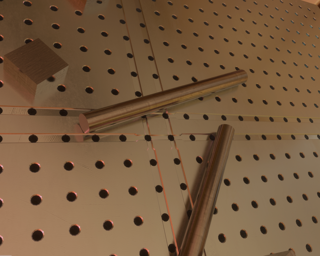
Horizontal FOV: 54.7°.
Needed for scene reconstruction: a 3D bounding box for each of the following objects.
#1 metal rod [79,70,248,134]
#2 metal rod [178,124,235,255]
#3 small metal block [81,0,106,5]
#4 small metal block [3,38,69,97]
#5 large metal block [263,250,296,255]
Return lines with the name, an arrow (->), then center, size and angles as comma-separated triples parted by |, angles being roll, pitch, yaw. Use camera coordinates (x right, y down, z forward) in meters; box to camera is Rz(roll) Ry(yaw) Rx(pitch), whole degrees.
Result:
metal rod -> 0.027, -0.047, 0.450 | 0.302, 0.025, 0.025 | -20, 73, -36
metal rod -> 0.048, 0.110, 0.366 | 0.025, 0.025, 0.301 | 32, 52, -8
small metal block -> -0.110, -0.225, 0.486 | 0.050, 0.025, 0.050 | -34, 81, -38
small metal block -> -0.149, -0.074, 0.373 | 0.050, 0.025, 0.050 | 42, 51, 0
large metal block -> 0.101, 0.176, 0.320 | 0.081, 0.080, 0.050 | -20, 73, -36
